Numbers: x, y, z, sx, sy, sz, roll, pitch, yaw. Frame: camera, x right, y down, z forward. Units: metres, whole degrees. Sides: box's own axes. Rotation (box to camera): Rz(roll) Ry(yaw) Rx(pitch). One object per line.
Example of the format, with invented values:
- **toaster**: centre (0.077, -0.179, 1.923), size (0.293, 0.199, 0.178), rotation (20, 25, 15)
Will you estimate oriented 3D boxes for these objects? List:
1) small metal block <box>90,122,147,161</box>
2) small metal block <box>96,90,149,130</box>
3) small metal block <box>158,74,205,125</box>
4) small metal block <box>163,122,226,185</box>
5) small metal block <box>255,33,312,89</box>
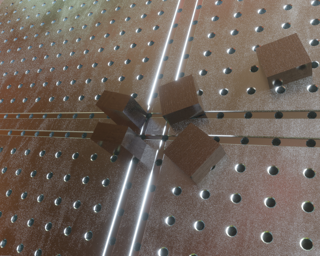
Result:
- **small metal block**: centre (-0.054, 0.018, 0.408), size (0.050, 0.050, 0.025), rotation (8, 66, 31)
- **small metal block**: centre (-0.052, -0.025, 0.434), size (0.050, 0.050, 0.025), rotation (15, 70, 34)
- **small metal block**: centre (0.028, -0.038, 0.416), size (0.050, 0.025, 0.050), rotation (-19, 54, 17)
- **small metal block**: centre (0.041, 0.030, 0.368), size (0.050, 0.025, 0.050), rotation (-46, 52, -4)
- **small metal block**: centre (0.151, -0.082, 0.379), size (0.050, 0.025, 0.050), rotation (-19, 55, 17)
